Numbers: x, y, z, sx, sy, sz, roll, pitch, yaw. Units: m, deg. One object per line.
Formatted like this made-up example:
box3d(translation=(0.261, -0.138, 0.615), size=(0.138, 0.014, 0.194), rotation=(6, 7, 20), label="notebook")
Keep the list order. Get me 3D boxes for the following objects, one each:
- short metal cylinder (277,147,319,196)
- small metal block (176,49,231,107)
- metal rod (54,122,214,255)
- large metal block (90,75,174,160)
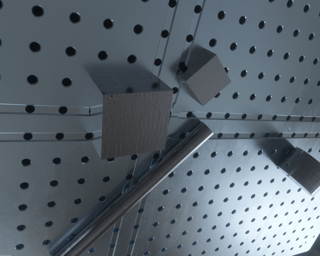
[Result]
box3d(translation=(0.268, 0.081, 0.575), size=(0.050, 0.080, 0.080), rotation=(-48, 129, 5), label="short metal cylinder")
box3d(translation=(0.058, -0.065, 0.404), size=(0.050, 0.025, 0.050), rotation=(-41, 130, 0), label="small metal block")
box3d(translation=(-0.041, 0.101, 0.452), size=(0.300, 0.025, 0.025), rotation=(-42, 130, 0), label="metal rod")
box3d(translation=(-0.036, -0.015, 0.367), size=(0.081, 0.050, 0.079), rotation=(-7, 122, -25), label="large metal block")
